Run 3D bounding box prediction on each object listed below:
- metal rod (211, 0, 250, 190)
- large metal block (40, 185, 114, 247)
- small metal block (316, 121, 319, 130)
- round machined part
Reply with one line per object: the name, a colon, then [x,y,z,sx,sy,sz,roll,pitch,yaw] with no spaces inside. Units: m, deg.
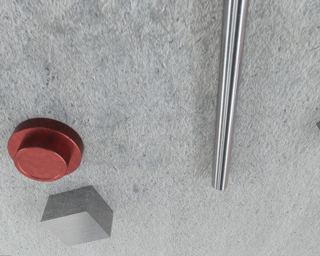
metal rod: [0.083,-0.026,0.386,0.025,0.025,0.298,-3,130,2]
large metal block: [-0.134,0.147,0.514,0.080,0.050,0.080,-16,129,12]
small metal block: [0.248,0.002,0.413,0.050,0.025,0.050,-38,121,27]
round machined part: [-0.158,0.037,0.425,0.099,0.042,0.097,-1,130,0]
